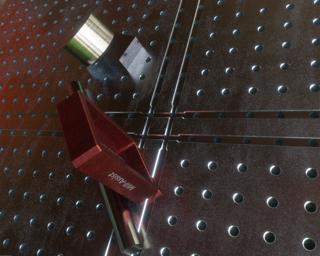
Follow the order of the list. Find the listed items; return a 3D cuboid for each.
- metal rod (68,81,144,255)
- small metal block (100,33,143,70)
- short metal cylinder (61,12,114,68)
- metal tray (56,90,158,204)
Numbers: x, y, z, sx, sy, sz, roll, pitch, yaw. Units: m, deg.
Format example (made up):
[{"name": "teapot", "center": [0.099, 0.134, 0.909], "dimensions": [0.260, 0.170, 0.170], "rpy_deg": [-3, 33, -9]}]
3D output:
[{"name": "metal rod", "center": [-0.087, 0.032, 0.434], "dimensions": [0.025, 0.025, 0.300], "rpy_deg": [-34, 51, 6]}, {"name": "small metal block", "center": [-0.066, -0.130, 0.523], "dimensions": [0.050, 0.025, 0.050], "rpy_deg": [22, 73, 36]}, {"name": "short metal cylinder", "center": [-0.125, -0.151, 0.534], "dimensions": [0.080, 0.050, 0.080], "rpy_deg": [-34, 33, 27]}, {"name": "metal tray", "center": [-0.057, 0.026, 0.355], "dimensions": [0.030, 0.130, 0.090], "rpy_deg": [-34, 51, 7]}]
